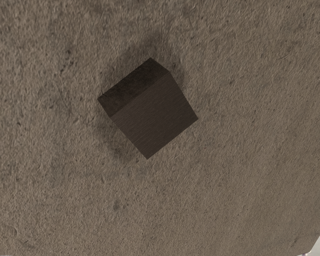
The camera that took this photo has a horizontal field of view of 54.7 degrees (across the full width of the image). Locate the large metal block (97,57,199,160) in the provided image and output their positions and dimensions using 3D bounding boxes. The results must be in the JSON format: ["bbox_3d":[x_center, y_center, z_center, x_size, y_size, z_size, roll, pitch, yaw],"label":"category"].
[{"bbox_3d":[-0.013,-0.023,0.371,0.080,0.050,0.080,-39,130,-2],"label":"large metal block"}]
